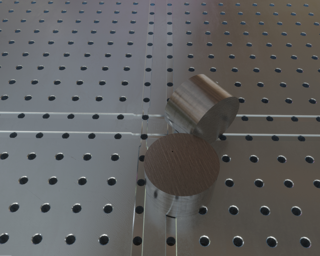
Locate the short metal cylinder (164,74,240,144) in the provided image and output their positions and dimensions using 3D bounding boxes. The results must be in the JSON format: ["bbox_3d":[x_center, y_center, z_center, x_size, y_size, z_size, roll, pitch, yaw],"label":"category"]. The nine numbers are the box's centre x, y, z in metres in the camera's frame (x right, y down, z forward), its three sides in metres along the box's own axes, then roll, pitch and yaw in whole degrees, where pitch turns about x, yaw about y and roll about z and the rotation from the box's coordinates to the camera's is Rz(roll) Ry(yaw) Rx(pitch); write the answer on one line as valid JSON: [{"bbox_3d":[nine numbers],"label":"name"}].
[{"bbox_3d":[0.053,-0.020,0.389,0.081,0.080,0.050,-30,57,-23],"label":"short metal cylinder"}]

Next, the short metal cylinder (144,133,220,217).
[{"bbox_3d":[0.023,0.052,0.348,0.081,0.050,0.080,0,50,0],"label":"short metal cylinder"}]
